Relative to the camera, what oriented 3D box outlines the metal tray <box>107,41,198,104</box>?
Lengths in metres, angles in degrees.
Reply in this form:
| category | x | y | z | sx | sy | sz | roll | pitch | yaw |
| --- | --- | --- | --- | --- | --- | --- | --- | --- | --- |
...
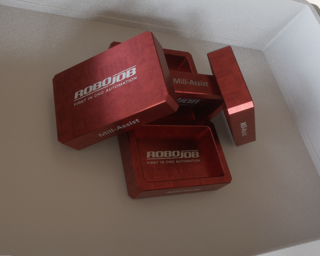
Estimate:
| category | x | y | z | sx | sy | sz | roll | pitch | yaw |
| --- | --- | --- | --- | --- | --- | --- | --- | --- | --- |
| metal tray | -0.006 | -0.071 | 0.440 | 0.131 | 0.030 | 0.090 | 0 | 62 | -29 |

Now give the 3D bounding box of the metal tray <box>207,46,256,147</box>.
| category | x | y | z | sx | sy | sz | roll | pitch | yaw |
| --- | --- | --- | --- | --- | --- | --- | --- | --- | --- |
| metal tray | 0.100 | -0.038 | 0.421 | 0.030 | 0.130 | 0.090 | -19 | 64 | 10 |

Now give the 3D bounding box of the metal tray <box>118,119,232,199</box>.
| category | x | y | z | sx | sy | sz | roll | pitch | yaw |
| --- | --- | --- | --- | --- | --- | --- | --- | --- | --- |
| metal tray | 0.019 | 0.035 | 0.387 | 0.131 | 0.030 | 0.090 | 1 | 61 | -29 |

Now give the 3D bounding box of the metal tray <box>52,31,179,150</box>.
| category | x | y | z | sx | sy | sz | roll | pitch | yaw |
| --- | --- | --- | --- | --- | --- | --- | --- | --- | --- |
| metal tray | -0.053 | -0.039 | 0.340 | 0.030 | 0.130 | 0.090 | 41 | 32 | -60 |

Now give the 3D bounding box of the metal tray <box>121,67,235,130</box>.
| category | x | y | z | sx | sy | sz | roll | pitch | yaw |
| --- | --- | --- | --- | --- | --- | --- | --- | --- | --- |
| metal tray | 0.016 | -0.031 | 0.390 | 0.131 | 0.090 | 0.030 | 1 | 62 | -29 |
